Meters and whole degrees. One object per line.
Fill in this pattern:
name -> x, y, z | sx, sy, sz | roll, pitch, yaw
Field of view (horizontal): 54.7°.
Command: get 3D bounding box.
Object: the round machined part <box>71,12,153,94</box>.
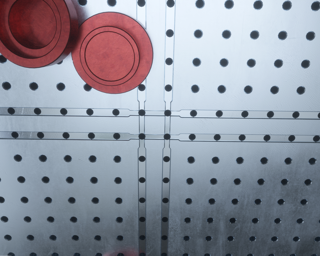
round machined part -> -0.057, -0.088, 0.371 | 0.099, 0.042, 0.097 | 0, 110, -1

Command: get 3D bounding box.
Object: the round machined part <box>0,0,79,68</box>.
round machined part -> -0.140, -0.119, 0.353 | 0.099, 0.042, 0.097 | 2, 106, 8
